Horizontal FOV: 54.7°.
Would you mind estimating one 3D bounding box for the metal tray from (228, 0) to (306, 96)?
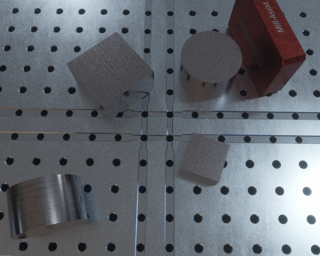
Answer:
[{"bbox_3d":[0.139,-0.121,0.422,0.030,0.090,0.130,-17,71,-6],"label":"metal tray"}]

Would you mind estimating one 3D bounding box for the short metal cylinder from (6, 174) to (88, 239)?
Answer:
[{"bbox_3d":[-0.126,0.089,0.349,0.081,0.080,0.050,-14,71,-5],"label":"short metal cylinder"}]

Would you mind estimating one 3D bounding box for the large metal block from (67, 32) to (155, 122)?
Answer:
[{"bbox_3d":[-0.064,-0.070,0.423,0.080,0.050,0.080,-38,75,-13],"label":"large metal block"}]

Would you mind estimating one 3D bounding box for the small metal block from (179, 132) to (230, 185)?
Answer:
[{"bbox_3d":[0.057,0.040,0.398,0.050,0.025,0.050,19,71,6],"label":"small metal block"}]

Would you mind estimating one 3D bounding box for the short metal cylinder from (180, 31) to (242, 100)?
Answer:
[{"bbox_3d":[0.068,-0.086,0.430,0.081,0.050,0.080,0,70,0],"label":"short metal cylinder"}]
